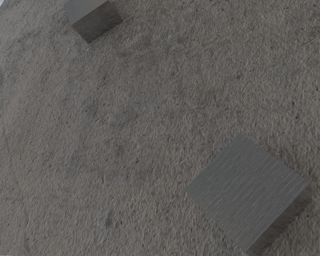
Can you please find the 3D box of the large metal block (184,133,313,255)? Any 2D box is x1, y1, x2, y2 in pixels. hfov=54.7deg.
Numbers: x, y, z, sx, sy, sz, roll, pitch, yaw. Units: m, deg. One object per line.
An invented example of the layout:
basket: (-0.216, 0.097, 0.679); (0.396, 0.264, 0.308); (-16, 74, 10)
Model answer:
large metal block: (0.086, 0.065, 0.303); (0.080, 0.050, 0.080); (-45, 51, -3)

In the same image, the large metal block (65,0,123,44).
large metal block: (-0.127, -0.220, 0.590); (0.080, 0.050, 0.080); (-31, 52, 8)
